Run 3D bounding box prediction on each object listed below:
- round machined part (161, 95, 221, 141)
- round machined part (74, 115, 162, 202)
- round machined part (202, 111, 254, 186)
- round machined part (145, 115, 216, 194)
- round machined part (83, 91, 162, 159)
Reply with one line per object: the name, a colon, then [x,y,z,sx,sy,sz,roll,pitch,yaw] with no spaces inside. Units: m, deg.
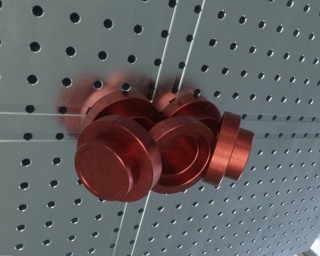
round machined part: [0.045,0.007,0.430,0.099,0.042,0.097,-14,125,-21]
round machined part: [-0.051,0.038,0.331,0.042,0.098,0.097,-39,144,-55]
round machined part: [0.090,0.030,0.404,0.042,0.098,0.097,18,115,8]
round machined part: [0.016,0.028,0.372,0.099,0.042,0.097,-14,125,-21]
round machined part: [-0.041,0.007,0.383,0.099,0.042,0.097,-14,125,-21]
